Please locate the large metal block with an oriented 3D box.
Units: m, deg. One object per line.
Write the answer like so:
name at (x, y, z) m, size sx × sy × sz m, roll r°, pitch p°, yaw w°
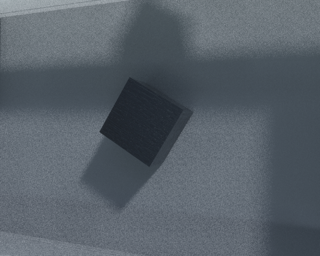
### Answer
large metal block at (-0.017, -0.008, 0.400) m, size 0.080 × 0.050 × 0.080 m, roll 33°, pitch 100°, yaw 16°
